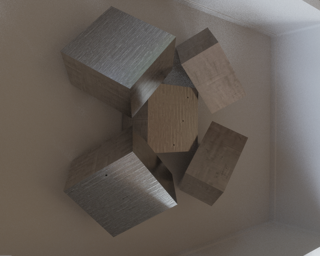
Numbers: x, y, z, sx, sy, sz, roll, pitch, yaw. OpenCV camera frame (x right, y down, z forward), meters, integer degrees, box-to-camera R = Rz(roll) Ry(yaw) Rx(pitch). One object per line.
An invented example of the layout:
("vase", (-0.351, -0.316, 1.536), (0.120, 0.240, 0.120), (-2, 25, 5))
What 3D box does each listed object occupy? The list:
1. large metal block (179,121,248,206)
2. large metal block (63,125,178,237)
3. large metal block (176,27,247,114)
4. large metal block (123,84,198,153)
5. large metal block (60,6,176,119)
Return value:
("large metal block", (0.070, 0.050, 0.419), (0.080, 0.050, 0.080), (-59, 169, -24))
("large metal block", (-0.039, 0.057, 0.329), (0.080, 0.050, 0.080), (-30, 118, 12))
("large metal block", (0.067, -0.079, 0.417), (0.080, 0.050, 0.080), (54, 16, -26))
("large metal block", (0.001, -0.011, 0.388), (0.081, 0.050, 0.080), (1, 90, -40))
("large metal block", (-0.040, -0.070, 0.324), (0.080, 0.080, 0.050), (-53, 165, -27))
